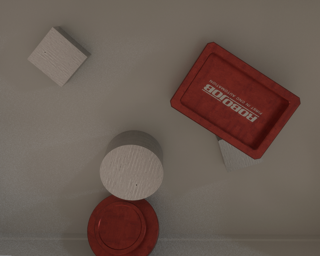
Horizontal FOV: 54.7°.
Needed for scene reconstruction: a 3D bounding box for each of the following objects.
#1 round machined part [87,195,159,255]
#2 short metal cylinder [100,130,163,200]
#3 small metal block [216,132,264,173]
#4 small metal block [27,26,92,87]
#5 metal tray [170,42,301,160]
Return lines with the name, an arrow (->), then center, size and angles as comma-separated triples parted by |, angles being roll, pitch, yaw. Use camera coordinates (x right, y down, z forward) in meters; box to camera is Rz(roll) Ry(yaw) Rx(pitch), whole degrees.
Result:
round machined part -> -0.051, 0.137, 0.423 | 0.099, 0.042, 0.098 | -1, 67, 3
short metal cylinder -> -0.036, 0.049, 0.416 | 0.081, 0.050, 0.079 | 0, 110, -1
small metal block -> 0.108, 0.027, 0.423 | 0.050, 0.025, 0.050 | -18, 109, 6
small metal block -> -0.122, -0.087, 0.378 | 0.050, 0.025, 0.050 | 41, 105, -14
metal tray -> 0.089, -0.033, 0.381 | 0.130, 0.030, 0.090 | 32, 99, -3
